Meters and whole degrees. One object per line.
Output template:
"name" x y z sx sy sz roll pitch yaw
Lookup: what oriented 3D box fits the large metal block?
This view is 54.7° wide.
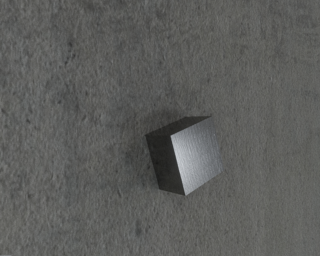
"large metal block" 0.035 0.034 0.420 0.081 0.050 0.080 -24 105 -38
